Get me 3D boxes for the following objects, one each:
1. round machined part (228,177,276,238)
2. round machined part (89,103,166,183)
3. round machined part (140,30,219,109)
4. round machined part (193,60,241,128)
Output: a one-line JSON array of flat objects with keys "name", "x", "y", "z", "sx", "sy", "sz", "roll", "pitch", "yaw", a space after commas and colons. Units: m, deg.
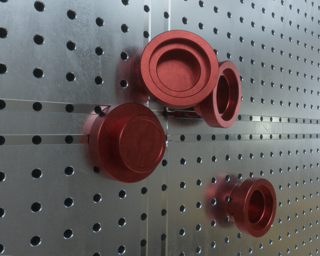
[{"name": "round machined part", "x": 0.156, "y": 0.133, "z": 0.532, "sx": 0.099, "sy": 0.042, "sz": 0.097, "roll": 0, "pitch": 90, "yaw": -40}, {"name": "round machined part", "x": -0.031, "y": 0.018, "z": 0.374, "sx": 0.099, "sy": 0.042, "sz": 0.097, "roll": 0, "pitch": 90, "yaw": -40}, {"name": "round machined part", "x": 0.022, "y": -0.072, "z": 0.399, "sx": 0.099, "sy": 0.042, "sz": 0.097, "roll": 1, "pitch": 82, "yaw": -7}, {"name": "round machined part", "x": 0.082, "y": -0.050, "z": 0.460, "sx": 0.099, "sy": 0.042, "sz": 0.097, "roll": -10, "pitch": 102, "yaw": -53}]
